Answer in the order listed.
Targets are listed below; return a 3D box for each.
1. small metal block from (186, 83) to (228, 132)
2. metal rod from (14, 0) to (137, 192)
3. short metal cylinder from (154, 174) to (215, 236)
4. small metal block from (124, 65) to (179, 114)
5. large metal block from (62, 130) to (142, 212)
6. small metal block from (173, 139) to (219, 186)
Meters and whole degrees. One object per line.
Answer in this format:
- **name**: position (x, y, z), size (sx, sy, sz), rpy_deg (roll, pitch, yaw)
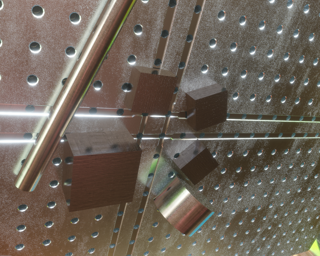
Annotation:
- **small metal block**: position (0.065, -0.029, 0.431), size (0.050, 0.025, 0.050), rpy_deg (-19, 126, -18)
- **metal rod**: position (-0.083, -0.056, 0.331), size (0.025, 0.025, 0.299), rpy_deg (22, 107, -37)
- **short metal cylinder**: position (0.037, 0.116, 0.470), size (0.050, 0.080, 0.080), rpy_deg (-47, 130, 5)
- **small metal block**: position (-0.012, -0.046, 0.378), size (0.050, 0.025, 0.050), rpy_deg (2, 117, -30)
- **large metal block**: position (-0.075, 0.051, 0.387), size (0.081, 0.050, 0.079), rpy_deg (-3, 120, -28)
- **small metal block**: position (0.056, 0.053, 0.477), size (0.050, 0.025, 0.050), rpy_deg (-40, 130, -1)
